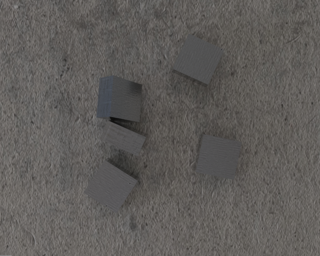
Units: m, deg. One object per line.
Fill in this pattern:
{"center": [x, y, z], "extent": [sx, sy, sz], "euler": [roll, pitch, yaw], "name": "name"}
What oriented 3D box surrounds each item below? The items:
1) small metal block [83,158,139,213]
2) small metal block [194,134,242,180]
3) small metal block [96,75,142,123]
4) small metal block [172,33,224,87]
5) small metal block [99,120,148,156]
{"center": [-0.063, 0.075, 0.409], "extent": [0.050, 0.025, 0.050], "euler": [33, 90, 0], "name": "small metal block"}
{"center": [0.076, 0.037, 0.410], "extent": [0.050, 0.025, 0.050], "euler": [12, 90, 0], "name": "small metal block"}
{"center": [-0.051, -0.035, 0.392], "extent": [0.025, 0.050, 0.050], "euler": [-2, 82, 39], "name": "small metal block"}
{"center": [0.050, -0.089, 0.410], "extent": [0.050, 0.025, 0.050], "euler": [25, 90, 0], "name": "small metal block"}
{"center": [-0.044, 0.011, 0.397], "extent": [0.050, 0.050, 0.025], "euler": [24, 92, 0], "name": "small metal block"}
